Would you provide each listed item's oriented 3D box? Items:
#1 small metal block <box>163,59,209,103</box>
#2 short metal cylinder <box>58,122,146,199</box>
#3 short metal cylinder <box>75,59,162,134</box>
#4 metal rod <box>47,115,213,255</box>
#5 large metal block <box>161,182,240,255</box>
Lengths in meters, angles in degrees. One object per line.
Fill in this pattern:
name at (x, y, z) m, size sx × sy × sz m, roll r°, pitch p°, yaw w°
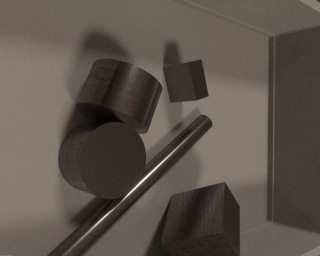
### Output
small metal block at (0.035, -0.063, 0.421) m, size 0.025 × 0.050 × 0.050 m, roll -21°, pitch 104°, yaw -38°
short metal cylinder at (-0.062, 0.033, 0.340) m, size 0.081 × 0.050 × 0.079 m, roll 0°, pitch 91°, yaw -40°
short metal cylinder at (-0.043, -0.032, 0.336) m, size 0.080 × 0.080 × 0.050 m, roll 30°, pitch 71°, yaw -37°
metal rod at (-0.028, 0.073, 0.384) m, size 0.302 × 0.025 × 0.025 m, roll -40°, pitch 115°, yaw -33°
large metal block at (0.056, 0.124, 0.401) m, size 0.050 × 0.080 × 0.080 m, roll 57°, pitch 28°, yaw -25°
